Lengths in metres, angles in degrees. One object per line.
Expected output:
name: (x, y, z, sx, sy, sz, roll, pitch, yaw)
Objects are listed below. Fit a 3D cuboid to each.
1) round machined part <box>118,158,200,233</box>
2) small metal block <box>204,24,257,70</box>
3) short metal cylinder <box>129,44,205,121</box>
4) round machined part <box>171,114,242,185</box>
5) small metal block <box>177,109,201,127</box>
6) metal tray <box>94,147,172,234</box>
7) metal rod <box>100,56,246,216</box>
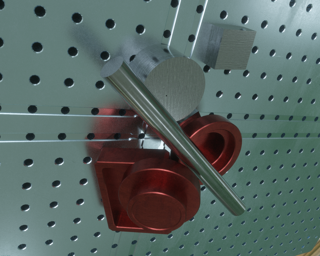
round machined part: (-0.002, 0.086, 0.368, 0.099, 0.042, 0.097, 4, 124, 6)
small metal block: (0.089, -0.103, 0.396, 0.050, 0.025, 0.050, -5, 121, -26)
short metal cylinder: (0.006, -0.053, 0.365, 0.081, 0.050, 0.079, -14, 124, -21)
round machined part: (0.057, 0.025, 0.414, 0.099, 0.042, 0.097, -14, 124, -21)
small metal block: (0.035, 0.002, 0.431, 0.050, 0.025, 0.050, -34, 129, -6)
metal tray: (-0.031, 0.087, 0.417, 0.090, 0.030, 0.129, 1, 124, 8)
metal rod: (0.036, 0.032, 0.364, 0.025, 0.025, 0.300, -42, 129, 0)
